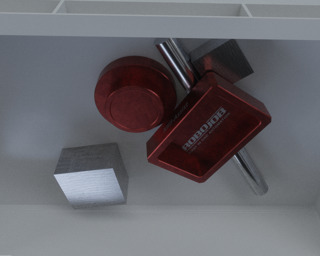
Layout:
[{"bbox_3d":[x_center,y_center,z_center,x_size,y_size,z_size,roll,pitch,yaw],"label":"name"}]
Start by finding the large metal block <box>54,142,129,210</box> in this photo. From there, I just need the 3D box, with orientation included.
[{"bbox_3d":[-0.095,0.071,0.452,0.080,0.050,0.080,-7,130,5],"label":"large metal block"}]

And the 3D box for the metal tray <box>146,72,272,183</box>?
[{"bbox_3d":[0.055,0.006,0.374,0.090,0.030,0.129,26,122,-24],"label":"metal tray"}]

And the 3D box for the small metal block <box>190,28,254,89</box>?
[{"bbox_3d":[0.069,-0.074,0.347,0.050,0.025,0.050,-28,125,21],"label":"small metal block"}]

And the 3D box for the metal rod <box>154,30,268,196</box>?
[{"bbox_3d":[0.082,0.001,0.410,0.025,0.025,0.300,-25,126,19],"label":"metal rod"}]

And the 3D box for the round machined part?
[{"bbox_3d":[-0.029,-0.032,0.370,0.099,0.042,0.097,-1,130,0],"label":"round machined part"}]
